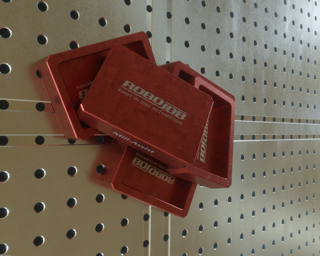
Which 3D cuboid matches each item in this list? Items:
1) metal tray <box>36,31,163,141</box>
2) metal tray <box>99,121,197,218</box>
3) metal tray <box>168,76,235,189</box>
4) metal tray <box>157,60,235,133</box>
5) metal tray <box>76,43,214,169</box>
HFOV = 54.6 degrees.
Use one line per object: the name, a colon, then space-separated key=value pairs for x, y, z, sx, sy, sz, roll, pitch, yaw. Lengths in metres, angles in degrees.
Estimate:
metal tray: x=-0.059 y=-0.051 z=0.355 sx=0.131 sy=0.030 sz=0.090 roll=-28 pitch=107 yaw=-36
metal tray: x=-0.004 y=0.054 z=0.402 sx=0.130 sy=0.030 sz=0.090 roll=33 pitch=70 yaw=-35
metal tray: x=0.060 y=0.008 z=0.414 sx=0.090 sy=0.030 sz=0.130 roll=25 pitch=63 yaw=-37
metal tray: x=0.050 y=-0.027 z=0.445 sx=0.131 sy=0.030 sz=0.090 roll=24 pitch=75 yaw=-36
metal tray: x=-0.012 y=-0.023 z=0.342 sx=0.131 sy=0.030 sz=0.090 roll=28 pitch=63 yaw=-13
